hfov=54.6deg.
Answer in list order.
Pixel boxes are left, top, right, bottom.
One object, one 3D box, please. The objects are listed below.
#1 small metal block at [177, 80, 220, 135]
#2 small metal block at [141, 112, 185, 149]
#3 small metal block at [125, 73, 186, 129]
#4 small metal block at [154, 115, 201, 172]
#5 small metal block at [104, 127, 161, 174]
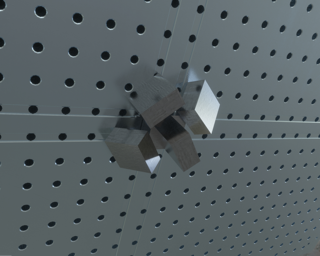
[{"bbox_3d":[0.052,-0.026,0.405,0.050,0.025,0.050,50,49,-39],"label":"small metal block"},{"bbox_3d":[0.004,0.000,0.412,0.050,0.025,0.050,0,118,-30],"label":"small metal block"},{"bbox_3d":[-0.006,-0.034,0.370,0.050,0.050,0.025,-35,129,-5],"label":"small metal block"},{"bbox_3d":[0.020,0.018,0.384,0.025,0.050,0.050,-32,129,-8],"label":"small metal block"},{"bbox_3d":[-0.034,0.028,0.389,0.025,0.050,0.050,-58,140,-37],"label":"small metal block"}]
